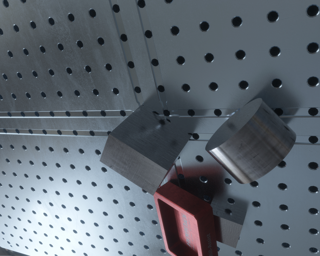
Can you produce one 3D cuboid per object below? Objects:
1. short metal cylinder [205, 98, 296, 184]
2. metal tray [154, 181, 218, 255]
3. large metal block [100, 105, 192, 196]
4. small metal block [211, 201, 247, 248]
[{"bbox_3d":[0.096,0.014,0.334,0.050,0.080,0.080,45,129,-3],"label":"short metal cylinder"},{"bbox_3d":[0.039,0.152,0.459,0.090,0.030,0.129,21,131,46],"label":"metal tray"},{"bbox_3d":[-0.017,0.026,0.401,0.080,0.080,0.050,32,129,7],"label":"large metal block"},{"bbox_3d":[0.093,0.140,0.449,0.050,0.025,0.050,16,125,18],"label":"small metal block"}]
